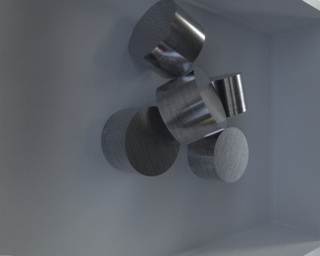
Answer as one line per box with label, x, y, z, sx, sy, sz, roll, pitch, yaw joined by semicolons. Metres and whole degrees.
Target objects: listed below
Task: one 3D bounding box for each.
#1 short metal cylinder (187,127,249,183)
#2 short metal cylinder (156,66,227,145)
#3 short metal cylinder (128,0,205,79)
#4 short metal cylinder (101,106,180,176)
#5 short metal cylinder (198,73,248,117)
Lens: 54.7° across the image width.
short metal cylinder;0.088;0.038;0.464;0.081;0.050;0.080;0;90;-40
short metal cylinder;0.039;-0.026;0.368;0.080;0.050;0.080;46;30;-36
short metal cylinder;0.007;-0.107;0.376;0.050;0.080;0.080;28;72;-37
short metal cylinder;-0.022;0.015;0.371;0.081;0.050;0.080;0;90;-40
short metal cylinder;0.079;-0.045;0.437;0.081;0.080;0.050;-22;104;-38
